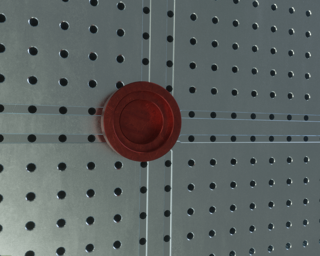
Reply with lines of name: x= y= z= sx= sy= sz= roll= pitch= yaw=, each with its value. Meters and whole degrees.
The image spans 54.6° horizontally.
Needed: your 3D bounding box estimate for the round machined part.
round machined part: x=-0.026 y=-0.008 z=0.394 sx=0.099 sy=0.042 sz=0.097 roll=0 pitch=90 yaw=-20
